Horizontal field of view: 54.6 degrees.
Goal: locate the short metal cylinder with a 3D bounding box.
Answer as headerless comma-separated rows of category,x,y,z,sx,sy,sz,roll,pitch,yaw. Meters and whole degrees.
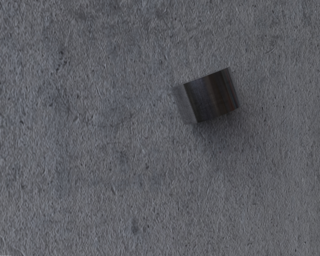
short metal cylinder,0.060,-0.042,0.401,0.081,0.080,0.050,-23,98,-19
